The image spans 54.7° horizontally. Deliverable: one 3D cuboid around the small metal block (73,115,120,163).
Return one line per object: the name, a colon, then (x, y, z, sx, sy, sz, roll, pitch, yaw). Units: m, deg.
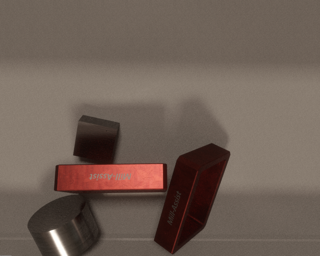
small metal block: (-0.085, 0.015, 0.416, 0.050, 0.025, 0.050, 12, 110, -5)

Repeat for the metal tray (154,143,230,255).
metal tray: (0.044, 0.091, 0.411, 0.030, 0.091, 0.129, 26, 113, 30)

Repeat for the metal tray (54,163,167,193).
metal tray: (-0.057, 0.067, 0.400, 0.131, 0.090, 0.030, -1, 76, 0)

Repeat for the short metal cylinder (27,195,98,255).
short metal cylinder: (-0.134, 0.138, 0.431, 0.080, 0.080, 0.050, -15, 110, 5)
